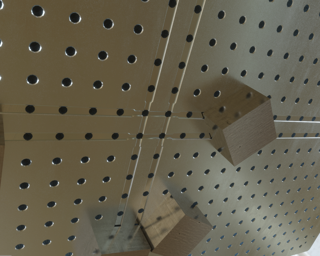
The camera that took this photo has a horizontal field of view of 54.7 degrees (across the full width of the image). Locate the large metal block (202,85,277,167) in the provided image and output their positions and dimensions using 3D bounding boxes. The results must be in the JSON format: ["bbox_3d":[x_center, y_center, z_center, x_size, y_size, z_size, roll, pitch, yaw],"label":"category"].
[{"bbox_3d":[0.120,-0.003,0.461,0.080,0.050,0.080,-33,129,-7],"label":"large metal block"}]

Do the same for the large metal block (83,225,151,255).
[{"bbox_3d":[-0.071,0.202,0.483,0.081,0.050,0.079,8,115,-32],"label":"large metal block"}]

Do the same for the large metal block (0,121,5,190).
[{"bbox_3d":[-0.204,0.037,0.307,0.081,0.050,0.079,4,117,-31],"label":"large metal block"}]

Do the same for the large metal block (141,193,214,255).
[{"bbox_3d":[0.027,0.167,0.515,0.080,0.050,0.080,-50,129,6],"label":"large metal block"}]
